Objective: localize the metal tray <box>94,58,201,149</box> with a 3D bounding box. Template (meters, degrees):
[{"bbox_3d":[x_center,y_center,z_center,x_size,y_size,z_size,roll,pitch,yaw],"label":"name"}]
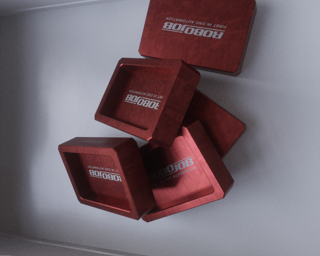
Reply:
[{"bbox_3d":[-0.021,-0.035,0.366,0.130,0.030,0.090,18,83,51],"label":"metal tray"}]

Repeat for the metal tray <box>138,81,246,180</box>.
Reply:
[{"bbox_3d":[0.031,-0.006,0.396,0.130,0.030,0.090,39,102,15],"label":"metal tray"}]

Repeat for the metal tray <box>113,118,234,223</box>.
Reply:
[{"bbox_3d":[0.011,0.055,0.374,0.130,0.030,0.090,-30,90,36],"label":"metal tray"}]

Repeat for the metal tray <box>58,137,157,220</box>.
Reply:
[{"bbox_3d":[-0.070,0.058,0.388,0.130,0.030,0.089,-1,111,45],"label":"metal tray"}]

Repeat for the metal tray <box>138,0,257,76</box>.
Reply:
[{"bbox_3d":[0.046,-0.122,0.391,0.130,0.030,0.089,15,95,19],"label":"metal tray"}]
